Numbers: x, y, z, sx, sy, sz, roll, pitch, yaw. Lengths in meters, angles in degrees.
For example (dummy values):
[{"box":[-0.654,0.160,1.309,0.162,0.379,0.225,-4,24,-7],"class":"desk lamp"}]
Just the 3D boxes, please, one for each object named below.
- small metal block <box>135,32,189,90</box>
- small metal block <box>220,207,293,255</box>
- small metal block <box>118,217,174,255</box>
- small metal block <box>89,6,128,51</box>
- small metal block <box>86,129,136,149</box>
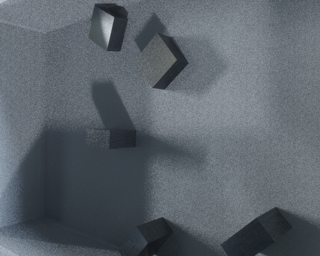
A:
[{"box":[0.001,-0.086,0.404,0.050,0.025,0.050,-45,63,30],"class":"small metal block"},{"box":[0.097,0.108,0.310,0.050,0.050,0.025,-50,61,28],"class":"small metal block"},{"box":[-0.018,0.148,0.404,0.025,0.050,0.050,48,118,29],"class":"small metal block"},{"box":[-0.078,-0.148,0.463,0.050,0.025,0.050,39,124,32],"class":"small metal block"},{"box":[-0.070,0.014,0.446,0.050,0.050,0.025,3,92,39],"class":"small metal block"}]
